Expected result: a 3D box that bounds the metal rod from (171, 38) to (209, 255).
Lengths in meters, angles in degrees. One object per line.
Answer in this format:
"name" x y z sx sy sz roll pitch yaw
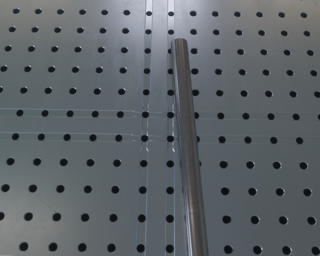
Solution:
"metal rod" 0.036 0.015 0.406 0.025 0.025 0.299 -3 70 -1
